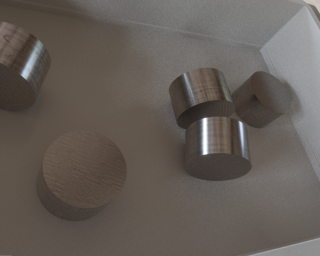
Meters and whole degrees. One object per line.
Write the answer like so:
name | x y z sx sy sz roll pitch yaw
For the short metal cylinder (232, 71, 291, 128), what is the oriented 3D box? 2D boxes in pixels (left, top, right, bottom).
short metal cylinder | 0.166 -0.046 0.510 0.081 0.050 0.080 14 56 -21

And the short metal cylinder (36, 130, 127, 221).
short metal cylinder | -0.081 0.049 0.317 0.081 0.050 0.080 14 56 -21

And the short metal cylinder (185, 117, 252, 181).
short metal cylinder | 0.072 0.029 0.394 0.081 0.080 0.050 16 55 -19

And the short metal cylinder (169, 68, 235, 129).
short metal cylinder | 0.057 -0.038 0.426 0.081 0.080 0.050 1 61 -28

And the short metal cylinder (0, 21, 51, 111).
short metal cylinder | -0.162 -0.062 0.321 0.081 0.080 0.050 20 54 -17
